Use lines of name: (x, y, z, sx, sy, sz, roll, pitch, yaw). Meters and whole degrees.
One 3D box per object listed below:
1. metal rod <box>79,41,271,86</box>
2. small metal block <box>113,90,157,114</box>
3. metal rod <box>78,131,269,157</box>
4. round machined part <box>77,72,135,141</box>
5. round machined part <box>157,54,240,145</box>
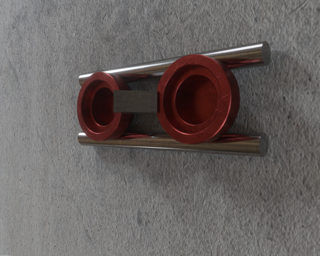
metal rod: (-0.007, -0.077, 0.412, 0.300, 0.025, 0.025, 0, 90, 40)
small metal block: (-0.031, -0.031, 0.382, 0.050, 0.050, 0.025, 178, 93, -83)
metal rod: (-0.009, 0.017, 0.413, 0.300, 0.025, 0.025, 0, 90, 40)
round machined part: (-0.074, -0.030, 0.451, 0.098, 0.042, 0.097, 0, 90, 40)
round machined part: (0.046, -0.031, 0.351, 0.098, 0.042, 0.097, 0, 90, 40)
